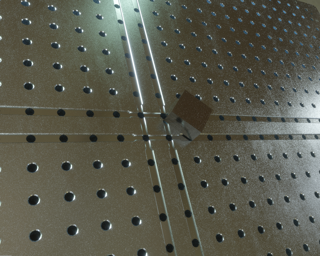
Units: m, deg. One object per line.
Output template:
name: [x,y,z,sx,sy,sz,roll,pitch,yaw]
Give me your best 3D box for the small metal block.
small metal block: [0.041,-0.019,0.444,0.050,0.025,0.050,36,51,-5]
